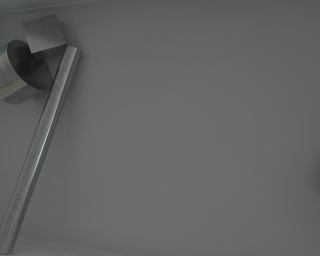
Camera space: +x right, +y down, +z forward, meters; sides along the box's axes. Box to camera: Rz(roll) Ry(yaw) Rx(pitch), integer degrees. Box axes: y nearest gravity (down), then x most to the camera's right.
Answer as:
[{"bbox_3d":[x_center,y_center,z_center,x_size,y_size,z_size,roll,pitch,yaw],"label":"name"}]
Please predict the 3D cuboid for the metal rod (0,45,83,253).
[{"bbox_3d":[-0.171,0.026,0.441,0.025,0.025,0.299,16,85,19],"label":"metal rod"}]

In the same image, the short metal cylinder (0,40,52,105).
[{"bbox_3d":[-0.207,-0.080,0.452,0.050,0.080,0.080,-26,82,18],"label":"short metal cylinder"}]

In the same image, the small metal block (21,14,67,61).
[{"bbox_3d":[-0.169,-0.134,0.457,0.050,0.025,0.050,-20,82,-12],"label":"small metal block"}]
